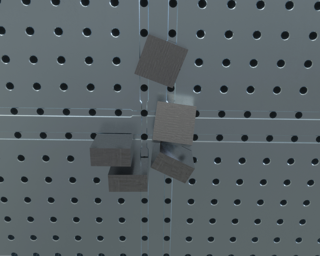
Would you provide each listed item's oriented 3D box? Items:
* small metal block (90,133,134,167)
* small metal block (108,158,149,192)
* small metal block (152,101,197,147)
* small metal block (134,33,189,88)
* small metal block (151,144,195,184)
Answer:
[{"bbox_3d":[-0.062,0.028,0.410,0.050,0.050,0.025,1,110,-1],"label":"small metal block"},{"bbox_3d":[-0.041,0.063,0.423,0.050,0.050,0.025,0,110,0],"label":"small metal block"},{"bbox_3d":[0.018,-0.004,0.400,0.050,0.025,0.050,8,80,-3],"label":"small metal block"},{"bbox_3d":[0.001,-0.083,0.383,0.050,0.025,0.050,20,109,-7],"label":"small metal block"},{"bbox_3d":[0.017,0.041,0.415,0.050,0.050,0.025,26,110,-10],"label":"small metal block"}]
